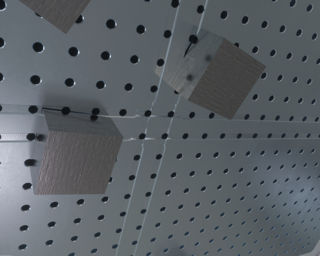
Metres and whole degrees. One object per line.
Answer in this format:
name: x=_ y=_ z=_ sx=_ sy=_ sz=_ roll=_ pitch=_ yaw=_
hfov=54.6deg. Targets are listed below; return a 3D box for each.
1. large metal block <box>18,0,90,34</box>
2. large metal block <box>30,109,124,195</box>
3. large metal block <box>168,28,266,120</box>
large metal block: x=-0.093 y=-0.140 z=0.257 sx=0.080 sy=0.050 sz=0.080 roll=33 pitch=100 yaw=-38
large metal block: x=-0.098 y=0.029 z=0.359 sx=0.081 sy=0.050 sz=0.080 roll=7 pitch=115 yaw=-32
large metal block: x=0.072 y=-0.066 z=0.392 sx=0.080 sy=0.050 sz=0.080 roll=20 pitch=108 yaw=-36
